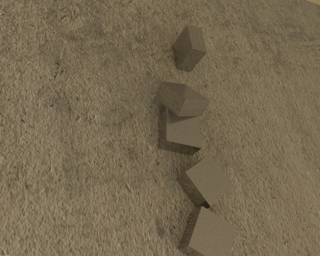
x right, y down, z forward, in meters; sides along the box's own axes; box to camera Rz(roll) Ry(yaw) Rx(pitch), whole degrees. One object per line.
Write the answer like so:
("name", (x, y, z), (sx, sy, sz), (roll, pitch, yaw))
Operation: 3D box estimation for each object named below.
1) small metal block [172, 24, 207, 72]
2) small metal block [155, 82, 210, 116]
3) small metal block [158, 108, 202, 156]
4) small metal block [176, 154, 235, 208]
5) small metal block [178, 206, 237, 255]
("small metal block", (0.045, -0.125, 0.488), (0.025, 0.050, 0.050), (6, 59, -25))
("small metal block", (0.030, -0.039, 0.424), (0.050, 0.025, 0.050), (-3, 33, -45))
("small metal block", (0.026, 0.005, 0.414), (0.050, 0.025, 0.050), (13, 56, -21))
("small metal block", (0.057, 0.069, 0.392), (0.050, 0.025, 0.050), (-28, 77, -37))
("small metal block", (0.055, 0.127, 0.356), (0.050, 0.025, 0.050), (33, 51, -7))
